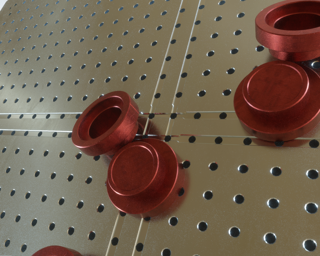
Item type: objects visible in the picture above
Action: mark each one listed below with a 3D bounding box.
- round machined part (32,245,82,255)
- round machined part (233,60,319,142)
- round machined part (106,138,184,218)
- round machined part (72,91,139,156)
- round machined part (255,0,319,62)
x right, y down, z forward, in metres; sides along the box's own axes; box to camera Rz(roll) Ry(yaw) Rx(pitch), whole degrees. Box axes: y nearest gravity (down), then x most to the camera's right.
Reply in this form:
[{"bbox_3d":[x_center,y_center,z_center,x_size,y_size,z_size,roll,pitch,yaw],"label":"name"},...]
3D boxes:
[{"bbox_3d":[-0.115,0.186,0.345,0.098,0.042,0.098,-13,56,21],"label":"round machined part"},{"bbox_3d":[0.132,-0.037,0.351,0.098,0.042,0.098,-13,56,21],"label":"round machined part"},{"bbox_3d":[-0.024,0.055,0.377,0.098,0.042,0.098,-13,56,21],"label":"round machined part"},{"bbox_3d":[-0.069,-0.001,0.426,0.098,0.042,0.098,-23,40,21],"label":"round machined part"},{"bbox_3d":[0.165,-0.114,0.368,0.098,0.042,0.098,-10,40,9],"label":"round machined part"}]
